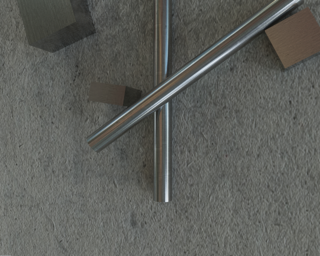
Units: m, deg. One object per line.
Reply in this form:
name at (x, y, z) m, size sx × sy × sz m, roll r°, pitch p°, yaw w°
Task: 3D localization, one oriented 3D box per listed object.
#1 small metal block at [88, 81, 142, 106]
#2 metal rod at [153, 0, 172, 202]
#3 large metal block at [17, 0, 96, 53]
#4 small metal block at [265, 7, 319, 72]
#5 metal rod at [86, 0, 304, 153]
small metal block at (-0.059, -0.044, 0.415) m, size 0.050 × 0.050 × 0.025 m, roll 10°, pitch 94°, yaw 19°
metal rod at (0.003, -0.055, 0.406) m, size 0.025 × 0.025 × 0.298 m, roll 0°, pitch 90°, yaw 19°
large metal block at (-0.150, -0.166, 0.447) m, size 0.080 × 0.050 × 0.080 m, roll -19°, pitch 84°, yaw 18°
small metal block at (0.155, -0.100, 0.354) m, size 0.050 × 0.025 × 0.050 m, roll -27°, pitch 81°, yaw 17°
metal rod at (0.035, -0.065, 0.375) m, size 0.300 × 0.025 × 0.025 m, roll -36°, pitch 79°, yaw 8°
